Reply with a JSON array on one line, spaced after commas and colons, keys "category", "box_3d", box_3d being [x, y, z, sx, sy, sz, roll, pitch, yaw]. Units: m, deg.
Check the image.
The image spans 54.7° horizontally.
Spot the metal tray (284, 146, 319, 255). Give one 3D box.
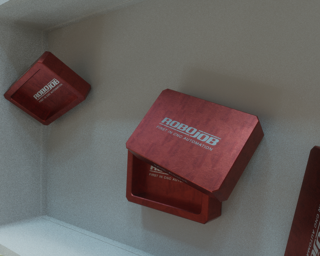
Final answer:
[{"category": "metal tray", "box_3d": [0.141, 0.087, 0.248, 0.030, 0.090, 0.129, 10, 98, -1]}]

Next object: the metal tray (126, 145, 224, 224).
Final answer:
[{"category": "metal tray", "box_3d": [0.014, 0.059, 0.391, 0.130, 0.030, 0.089, 5, 93, 40]}]

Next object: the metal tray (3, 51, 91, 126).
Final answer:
[{"category": "metal tray", "box_3d": [-0.191, -0.061, 0.523, 0.130, 0.090, 0.030, -26, 36, 37]}]

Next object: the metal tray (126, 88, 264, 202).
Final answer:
[{"category": "metal tray", "box_3d": [0.035, 0.013, 0.346, 0.130, 0.030, 0.090, 23, 72, 37]}]
